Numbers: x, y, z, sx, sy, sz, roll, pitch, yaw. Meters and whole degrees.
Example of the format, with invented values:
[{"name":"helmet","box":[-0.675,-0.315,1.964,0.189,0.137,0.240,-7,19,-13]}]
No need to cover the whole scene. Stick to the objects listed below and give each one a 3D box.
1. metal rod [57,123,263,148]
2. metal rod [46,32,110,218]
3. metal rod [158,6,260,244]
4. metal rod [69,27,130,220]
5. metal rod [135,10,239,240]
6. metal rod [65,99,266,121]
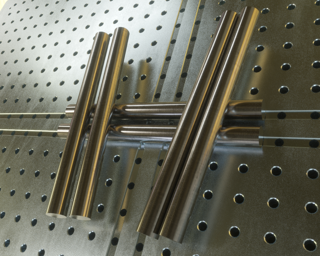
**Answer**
[{"name":"metal rod","box":[-0.020,0.007,0.416,0.300,0.025,0.025,1,62,28]},{"name":"metal rod","box":[-0.112,-0.023,0.451,0.025,0.025,0.300,-8,58,24]},{"name":"metal rod","box":[0.064,-0.020,0.357,0.025,0.025,0.300,10,66,32]},{"name":"metal rod","box":[-0.078,-0.025,0.435,0.025,0.025,0.300,-7,58,24]},{"name":"metal rod","box":[0.041,-0.020,0.369,0.025,0.025,0.300,10,66,32]},{"name":"metal rod","box":[-0.012,-0.024,0.431,0.300,0.025,0.025,1,62,28]}]
